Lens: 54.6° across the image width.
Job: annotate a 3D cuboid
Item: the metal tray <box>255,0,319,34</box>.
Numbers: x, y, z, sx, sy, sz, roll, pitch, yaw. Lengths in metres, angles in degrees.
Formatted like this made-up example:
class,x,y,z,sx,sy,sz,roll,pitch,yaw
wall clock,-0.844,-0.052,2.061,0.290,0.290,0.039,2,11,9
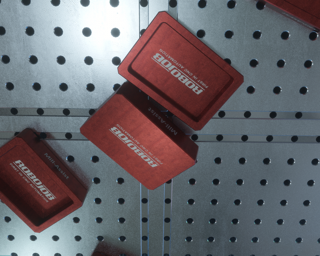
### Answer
class,x,y,z,sx,sy,sz,roll,pitch,yaw
metal tray,0.184,-0.163,0.351,0.131,0.030,0.090,23,108,-9

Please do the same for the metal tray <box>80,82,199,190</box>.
class,x,y,z,sx,sy,sz,roll,pitch,yaw
metal tray,-0.026,0.015,0.400,0.130,0.030,0.090,42,125,-14

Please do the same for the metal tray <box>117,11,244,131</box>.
class,x,y,z,sx,sy,sz,roll,pitch,yaw
metal tray,0.025,-0.069,0.385,0.130,0.030,0.090,36,106,-13

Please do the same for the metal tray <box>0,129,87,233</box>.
class,x,y,z,sx,sy,sz,roll,pitch,yaw
metal tray,-0.180,0.077,0.437,0.090,0.030,0.130,-34,107,11

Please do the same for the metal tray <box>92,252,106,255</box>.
class,x,y,z,sx,sy,sz,roll,pitch,yaw
metal tray,-0.097,0.275,0.511,0.090,0.030,0.129,27,108,-10
